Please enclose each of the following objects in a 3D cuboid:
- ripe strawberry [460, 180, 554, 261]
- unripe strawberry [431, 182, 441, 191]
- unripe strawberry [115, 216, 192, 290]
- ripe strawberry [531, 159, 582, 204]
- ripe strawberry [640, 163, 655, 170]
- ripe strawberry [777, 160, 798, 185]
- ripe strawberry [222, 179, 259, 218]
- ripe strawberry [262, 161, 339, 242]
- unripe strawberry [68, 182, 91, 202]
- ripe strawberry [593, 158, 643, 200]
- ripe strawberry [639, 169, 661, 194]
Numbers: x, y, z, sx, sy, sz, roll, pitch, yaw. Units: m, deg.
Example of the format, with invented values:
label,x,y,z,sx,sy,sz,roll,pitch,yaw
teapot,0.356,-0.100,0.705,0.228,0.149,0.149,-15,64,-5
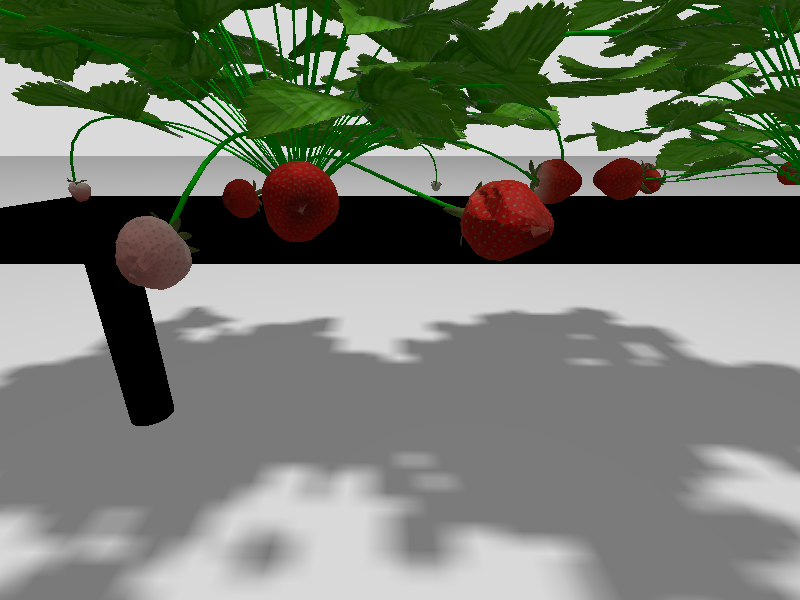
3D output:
label,x,y,z,sx,sy,sz,roll,pitch,yaw
ripe strawberry,0.045,-0.032,0.165,0.038,0.034,0.034,-14,26,-33
unripe strawberry,0.038,-0.120,0.423,0.010,0.010,0.009,-14,25,-33
unripe strawberry,-0.083,-0.014,0.134,0.022,0.025,0.024,0,36,0
ripe strawberry,0.130,-0.097,0.330,0.037,0.036,0.040,1,21,2
ripe strawberry,0.325,-0.169,0.532,0.027,0.024,0.024,-4,7,-10
ripe strawberry,0.481,-0.156,0.483,0.038,0.033,0.038,15,25,34
ripe strawberry,-0.109,-0.068,0.270,0.023,0.026,0.025,7,23,16
ripe strawberry,-0.051,-0.050,0.208,0.040,0.042,0.043,-5,22,-13
unripe strawberry,-0.273,-0.092,0.342,0.017,0.016,0.015,0,21,1
ripe strawberry,0.193,-0.108,0.358,0.036,0.036,0.040,2,21,7
ripe strawberry,0.250,-0.120,0.406,0.025,0.024,0.027,12,24,30
